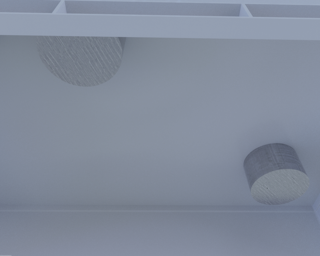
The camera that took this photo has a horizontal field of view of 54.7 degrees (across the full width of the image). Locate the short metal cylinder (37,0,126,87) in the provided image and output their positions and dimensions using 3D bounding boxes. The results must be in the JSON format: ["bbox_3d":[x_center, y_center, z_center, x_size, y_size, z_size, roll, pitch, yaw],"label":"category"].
[{"bbox_3d":[-0.077,-0.089,0.315,0.081,0.050,0.079,0,130,0],"label":"short metal cylinder"}]

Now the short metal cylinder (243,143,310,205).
[{"bbox_3d":[0.168,0.068,0.454,0.081,0.050,0.079,0,130,0],"label":"short metal cylinder"}]
